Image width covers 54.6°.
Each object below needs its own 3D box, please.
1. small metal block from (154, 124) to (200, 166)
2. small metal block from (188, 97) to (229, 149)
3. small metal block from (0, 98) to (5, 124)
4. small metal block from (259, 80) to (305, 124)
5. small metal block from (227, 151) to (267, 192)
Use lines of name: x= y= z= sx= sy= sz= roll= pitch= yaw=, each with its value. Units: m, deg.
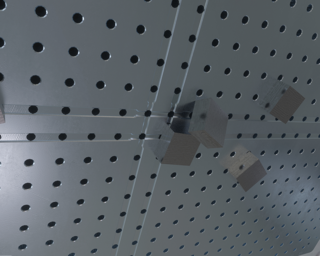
small metal block: x=0.026 y=0.025 z=0.440 sx=0.050 sy=0.025 sz=0.050 roll=9 pitch=114 yaw=-32
small metal block: x=0.068 y=-0.006 z=0.427 sx=0.050 sy=0.025 sz=0.050 roll=39 pitch=56 yaw=-39
small metal block: x=-0.182 y=-0.026 z=0.295 sx=0.050 sy=0.025 sz=0.050 roll=-15 pitch=125 yaw=-20
small metal block: x=0.193 y=-0.041 z=0.491 sx=0.050 sy=0.025 sz=0.050 roll=24 pitch=105 yaw=-37
small metal block: x=0.153 y=0.077 z=0.541 sx=0.050 sy=0.025 sz=0.050 roll=-41 pitch=129 yaw=-1
